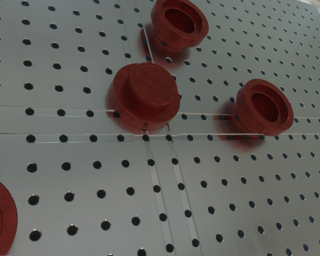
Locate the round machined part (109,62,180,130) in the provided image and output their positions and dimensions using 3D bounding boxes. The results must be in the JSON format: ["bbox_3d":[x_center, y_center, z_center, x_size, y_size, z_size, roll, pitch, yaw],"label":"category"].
[{"bbox_3d":[-0.016,-0.050,0.421,0.099,0.042,0.098,14,56,-21],"label":"round machined part"}]

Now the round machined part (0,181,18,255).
[{"bbox_3d":[-0.172,0.085,0.253,0.099,0.042,0.098,14,56,-21],"label":"round machined part"}]

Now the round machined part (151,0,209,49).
[{"bbox_3d":[0.029,-0.173,0.520,0.099,0.042,0.098,14,56,-21],"label":"round machined part"}]

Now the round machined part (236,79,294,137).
[{"bbox_3d":[0.165,-0.029,0.507,0.099,0.042,0.098,14,56,-21],"label":"round machined part"}]
